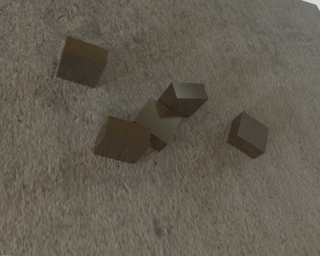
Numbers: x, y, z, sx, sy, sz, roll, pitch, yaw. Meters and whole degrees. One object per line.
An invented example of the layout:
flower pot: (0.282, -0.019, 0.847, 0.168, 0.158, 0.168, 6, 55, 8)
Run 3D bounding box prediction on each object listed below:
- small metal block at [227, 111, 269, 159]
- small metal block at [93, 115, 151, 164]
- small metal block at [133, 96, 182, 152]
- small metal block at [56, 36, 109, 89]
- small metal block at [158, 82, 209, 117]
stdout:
small metal block: (0.135, 0.011, 0.472, 0.050, 0.025, 0.050, 31, 51, -8)
small metal block: (-0.044, 0.015, 0.356, 0.050, 0.050, 0.025, 17, 55, -19)
small metal block: (-0.007, -0.005, 0.405, 0.050, 0.025, 0.050, 35, 51, -6)
small metal block: (-0.097, -0.080, 0.385, 0.050, 0.050, 0.025, 16, 56, -20)
small metal block: (0.030, -0.038, 0.429, 0.050, 0.050, 0.025, -2, 63, -30)
